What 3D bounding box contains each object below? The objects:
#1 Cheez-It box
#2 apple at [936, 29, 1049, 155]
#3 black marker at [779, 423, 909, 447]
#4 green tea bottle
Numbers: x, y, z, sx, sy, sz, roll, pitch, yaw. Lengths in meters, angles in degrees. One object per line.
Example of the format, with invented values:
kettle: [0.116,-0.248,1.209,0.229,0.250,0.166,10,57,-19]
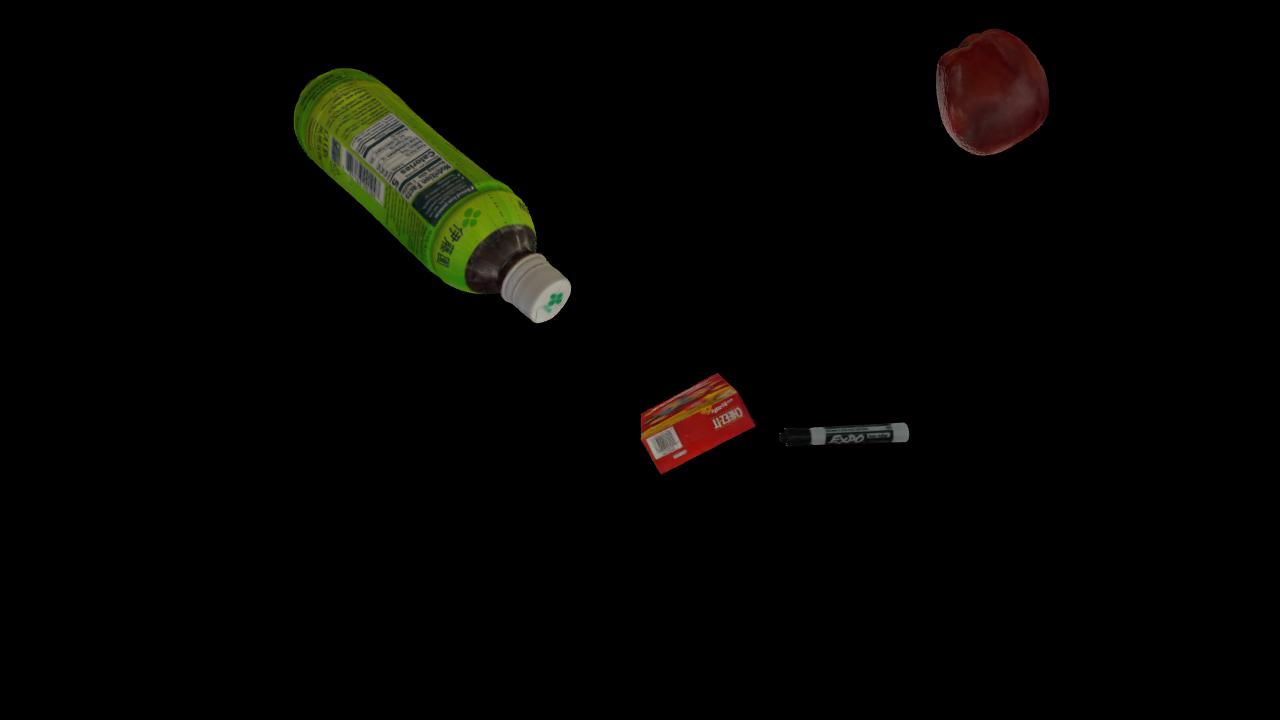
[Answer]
Cheez-It box: [0.086,0.099,1.027,0.166,0.071,0.223,-27,6,2]
apple: [0.276,-0.209,0.487,0.079,0.093,0.079,-31,22,14]
black marker: [0.196,0.073,0.594,0.121,0.020,0.020,-3,0,1]
green tea bottle: [-0.124,-0.097,0.373,0.212,0.073,0.073,43,18,20]
